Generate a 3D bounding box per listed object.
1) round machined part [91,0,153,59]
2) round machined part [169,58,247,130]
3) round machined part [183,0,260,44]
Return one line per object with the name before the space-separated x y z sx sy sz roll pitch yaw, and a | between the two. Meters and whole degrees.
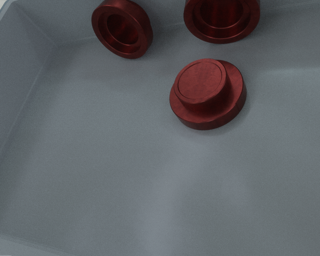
round machined part | -0.054 -0.160 0.488 0.098 0.098 0.042 9 54 32
round machined part | 0.057 -0.049 0.395 0.098 0.042 0.098 -13 56 21
round machined part | 0.083 -0.162 0.415 0.098 0.098 0.042 -5 60 26
